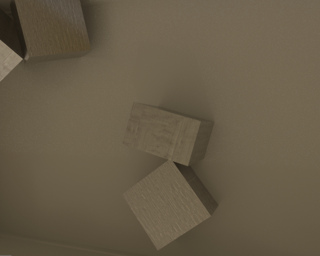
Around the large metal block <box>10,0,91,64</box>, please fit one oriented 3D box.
[{"bbox_3d":[-0.148,-0.136,0.420,0.050,0.081,0.080,0,104,61],"label":"large metal block"}]

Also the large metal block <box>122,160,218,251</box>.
[{"bbox_3d":[0.014,0.091,0.392,0.080,0.050,0.080,-38,78,16],"label":"large metal block"}]

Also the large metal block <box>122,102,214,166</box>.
[{"bbox_3d":[0.014,0.005,0.376,0.080,0.080,0.050,17,96,19],"label":"large metal block"}]

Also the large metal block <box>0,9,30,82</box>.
[{"bbox_3d":[-0.236,-0.126,0.447,0.050,0.080,0.080,-37,118,17],"label":"large metal block"}]
